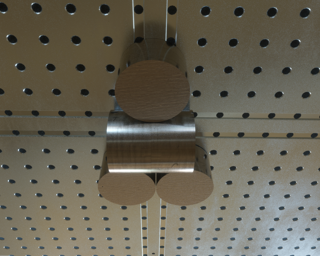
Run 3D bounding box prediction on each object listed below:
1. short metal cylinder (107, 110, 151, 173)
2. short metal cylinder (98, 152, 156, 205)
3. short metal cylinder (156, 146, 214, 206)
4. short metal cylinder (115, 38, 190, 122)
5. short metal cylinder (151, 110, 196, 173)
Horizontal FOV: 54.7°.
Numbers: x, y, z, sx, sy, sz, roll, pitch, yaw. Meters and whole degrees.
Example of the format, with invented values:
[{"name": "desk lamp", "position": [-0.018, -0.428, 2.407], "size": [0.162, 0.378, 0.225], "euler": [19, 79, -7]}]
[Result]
[{"name": "short metal cylinder", "position": [-0.036, 0.017, 0.390], "size": [0.050, 0.080, 0.079], "euler": [0, 130, -1]}, {"name": "short metal cylinder", "position": [-0.046, 0.068, 0.452], "size": [0.081, 0.050, 0.079], "euler": [0, 130, 0]}, {"name": "short metal cylinder", "position": [0.035, 0.069, 0.453], "size": [0.081, 0.050, 0.079], "euler": [0, 130, 0]}, {"name": "short metal cylinder", "position": [-0.008, -0.053, 0.350], "size": [0.081, 0.050, 0.079], "euler": [0, 130, 0]}, {"name": "short metal cylinder", "position": [0.015, 0.017, 0.391], "size": [0.050, 0.080, 0.079], "euler": [0, 130, -1]}]
